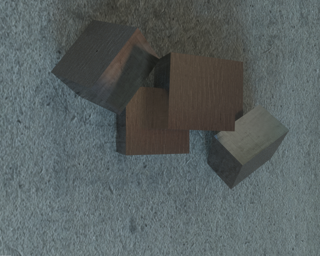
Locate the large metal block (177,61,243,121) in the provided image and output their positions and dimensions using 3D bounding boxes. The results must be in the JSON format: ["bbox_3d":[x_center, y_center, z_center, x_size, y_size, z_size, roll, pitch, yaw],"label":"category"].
[{"bbox_3d":[0.065,-0.049,0.423,0.081,0.050,0.079,0,90,-21],"label":"large metal block"}]

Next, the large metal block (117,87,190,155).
[{"bbox_3d":[-0.010,-0.008,0.392,0.081,0.050,0.079,0,90,-21],"label":"large metal block"}]

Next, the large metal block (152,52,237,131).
[{"bbox_3d":[0.039,-0.037,0.357,0.081,0.050,0.079,2,89,-20],"label":"large metal block"}]

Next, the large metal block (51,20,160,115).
[{"bbox_3d":[-0.062,-0.071,0.351,0.080,0.080,0.050,-56,140,-12],"label":"large metal block"}]

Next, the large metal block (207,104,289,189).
[{"bbox_3d":[0.115,0.027,0.418,0.080,0.080,0.050,-33,63,-17],"label":"large metal block"}]
